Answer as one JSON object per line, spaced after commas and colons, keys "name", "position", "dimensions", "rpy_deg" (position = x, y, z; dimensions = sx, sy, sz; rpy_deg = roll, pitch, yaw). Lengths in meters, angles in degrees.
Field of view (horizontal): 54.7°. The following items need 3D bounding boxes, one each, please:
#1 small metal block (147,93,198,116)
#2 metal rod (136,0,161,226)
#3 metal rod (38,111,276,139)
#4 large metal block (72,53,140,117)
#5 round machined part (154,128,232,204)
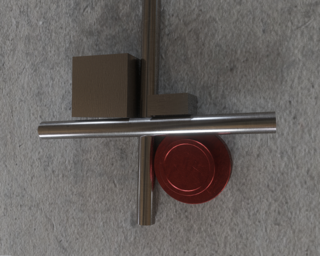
{"name": "small metal block", "position": [0.017, -0.028, 0.390], "dimensions": [0.050, 0.050, 0.025], "rpy_deg": [-1, 90, 19]}
{"name": "metal rod", "position": [-0.015, -0.022, 0.414], "dimensions": [0.025, 0.025, 0.298], "rpy_deg": [2, 91, 19]}
{"name": "metal rod", "position": [-0.015, -0.001, 0.388], "dimensions": [0.301, 0.025, 0.025], "rpy_deg": [-2, 90, 15]}
{"name": "large metal block", "position": [-0.070, -0.054, 0.420], "dimensions": [0.080, 0.050, 0.079], "rpy_deg": [1, 90, 19]}
{"name": "round machined part", "position": [0.038, 0.047, 0.386], "dimensions": [0.098, 0.042, 0.097], "rpy_deg": [0, 90, 19]}
